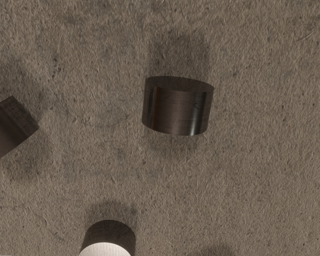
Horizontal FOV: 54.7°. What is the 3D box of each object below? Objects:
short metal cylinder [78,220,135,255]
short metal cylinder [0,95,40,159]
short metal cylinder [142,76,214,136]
[{"bbox_3d":[-0.078,0.187,0.464,0.081,0.050,0.079,0,110,-1],"label":"short metal cylinder"},{"bbox_3d":[-0.198,0.004,0.379,0.080,0.080,0.050,-31,107,10],"label":"short metal cylinder"},{"bbox_3d":[0.020,-0.029,0.370,0.081,0.080,0.050,6,110,-3],"label":"short metal cylinder"}]
